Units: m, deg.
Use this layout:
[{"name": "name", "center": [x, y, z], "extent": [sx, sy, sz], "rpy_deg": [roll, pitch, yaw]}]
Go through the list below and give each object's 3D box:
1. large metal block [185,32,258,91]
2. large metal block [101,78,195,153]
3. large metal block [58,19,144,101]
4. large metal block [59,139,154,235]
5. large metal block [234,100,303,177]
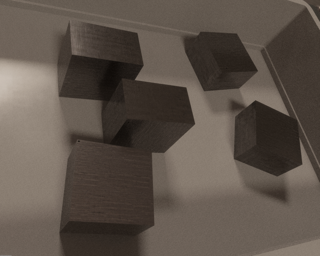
[{"name": "large metal block", "center": [0.101, -0.110, 0.514], "extent": [0.081, 0.050, 0.080], "rpy_deg": [-9, 66, -32]}, {"name": "large metal block", "center": [-0.018, -0.010, 0.368], "extent": [0.081, 0.080, 0.050], "rpy_deg": [4, 60, -27]}, {"name": "large metal block", "center": [-0.076, -0.077, 0.377], "extent": [0.081, 0.080, 0.050], "rpy_deg": [3, 61, -27]}, {"name": "large metal block", "center": [-0.054, 0.064, 0.322], "extent": [0.081, 0.050, 0.080], "rpy_deg": [11, 57, -23]}, {"name": "large metal block", "center": [0.162, 0.017, 0.469], "extent": [0.080, 0.050, 0.080], "rpy_deg": [22, 53, -15]}]
